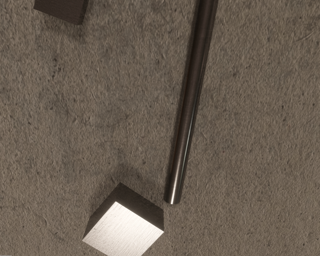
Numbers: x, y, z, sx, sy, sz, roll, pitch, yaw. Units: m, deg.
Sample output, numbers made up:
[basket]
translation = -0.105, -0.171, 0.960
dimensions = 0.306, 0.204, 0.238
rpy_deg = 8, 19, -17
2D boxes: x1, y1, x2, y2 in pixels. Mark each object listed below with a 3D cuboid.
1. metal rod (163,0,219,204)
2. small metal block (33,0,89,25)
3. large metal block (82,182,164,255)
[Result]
[metal rod]
translation = 0.038, -0.035, 0.397
dimensions = 0.025, 0.025, 0.298
rpy_deg = 7, 110, -3
[small metal block]
translation = -0.109, -0.151, 0.353
dimensions = 0.050, 0.025, 0.050
rpy_deg = 19, 109, -8
[large metal block]
translation = -0.051, 0.140, 0.447
dimensions = 0.080, 0.050, 0.080
rpy_deg = 36, 106, -13
